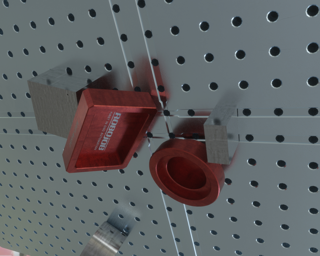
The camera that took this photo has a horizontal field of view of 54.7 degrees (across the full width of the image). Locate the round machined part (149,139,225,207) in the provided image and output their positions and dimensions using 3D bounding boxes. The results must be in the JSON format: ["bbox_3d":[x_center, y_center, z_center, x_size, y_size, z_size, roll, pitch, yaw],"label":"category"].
[{"bbox_3d":[0.039,0.053,0.408,0.098,0.042,0.097,18,132,22],"label":"round machined part"}]

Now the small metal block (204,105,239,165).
[{"bbox_3d":[0.073,0.007,0.361,0.025,0.050,0.050,4,120,26],"label":"small metal block"}]

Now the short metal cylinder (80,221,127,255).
[{"bbox_3d":[-0.103,0.219,0.565,0.050,0.080,0.079,33,129,6],"label":"short metal cylinder"}]

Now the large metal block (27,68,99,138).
[{"bbox_3d":[-0.133,-0.033,0.445,0.080,0.050,0.079,15,124,20],"label":"large metal block"}]

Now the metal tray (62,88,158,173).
[{"bbox_3d":[-0.070,0.008,0.411,0.129,0.091,0.030,-60,43,39],"label":"metal tray"}]
